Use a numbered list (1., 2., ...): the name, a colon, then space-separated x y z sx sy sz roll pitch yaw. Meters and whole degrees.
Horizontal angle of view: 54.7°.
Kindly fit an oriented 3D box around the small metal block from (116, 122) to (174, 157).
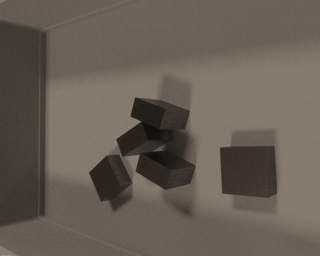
1. small metal block: -0.019 0.014 0.404 0.050 0.050 0.025 -33 70 35

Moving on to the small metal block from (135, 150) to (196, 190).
1. small metal block: 0.007 0.050 0.383 0.050 0.050 0.025 25 106 37

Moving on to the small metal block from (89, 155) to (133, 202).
1. small metal block: -0.075 0.075 0.466 0.050 0.025 0.050 -42 65 31

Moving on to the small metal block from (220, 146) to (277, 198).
1. small metal block: 0.093 0.045 0.329 0.050 0.025 0.050 -4 88 39

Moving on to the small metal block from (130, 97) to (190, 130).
1. small metal block: 0.001 -0.018 0.388 0.050 0.050 0.025 24 105 37
